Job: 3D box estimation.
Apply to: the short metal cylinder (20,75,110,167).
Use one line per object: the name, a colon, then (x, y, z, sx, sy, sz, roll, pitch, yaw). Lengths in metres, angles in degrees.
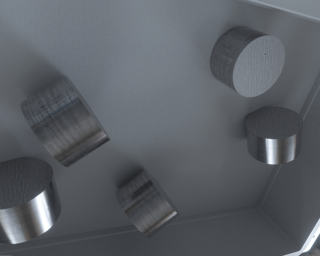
short metal cylinder: (-0.095, -0.007, 0.318, 0.050, 0.080, 0.080, -34, 129, -6)

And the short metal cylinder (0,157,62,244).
short metal cylinder: (-0.153, 0.076, 0.337, 0.081, 0.080, 0.050, -15, 125, -21)

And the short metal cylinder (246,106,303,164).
short metal cylinder: (0.175, 0.010, 0.478, 0.081, 0.080, 0.050, -25, 128, -14)

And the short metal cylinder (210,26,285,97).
short metal cylinder: (0.113, -0.087, 0.403, 0.081, 0.050, 0.079, -14, 125, -21)

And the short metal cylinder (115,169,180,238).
short metal cylinder: (-0.017, 0.103, 0.429, 0.050, 0.080, 0.080, -38, 130, -3)
